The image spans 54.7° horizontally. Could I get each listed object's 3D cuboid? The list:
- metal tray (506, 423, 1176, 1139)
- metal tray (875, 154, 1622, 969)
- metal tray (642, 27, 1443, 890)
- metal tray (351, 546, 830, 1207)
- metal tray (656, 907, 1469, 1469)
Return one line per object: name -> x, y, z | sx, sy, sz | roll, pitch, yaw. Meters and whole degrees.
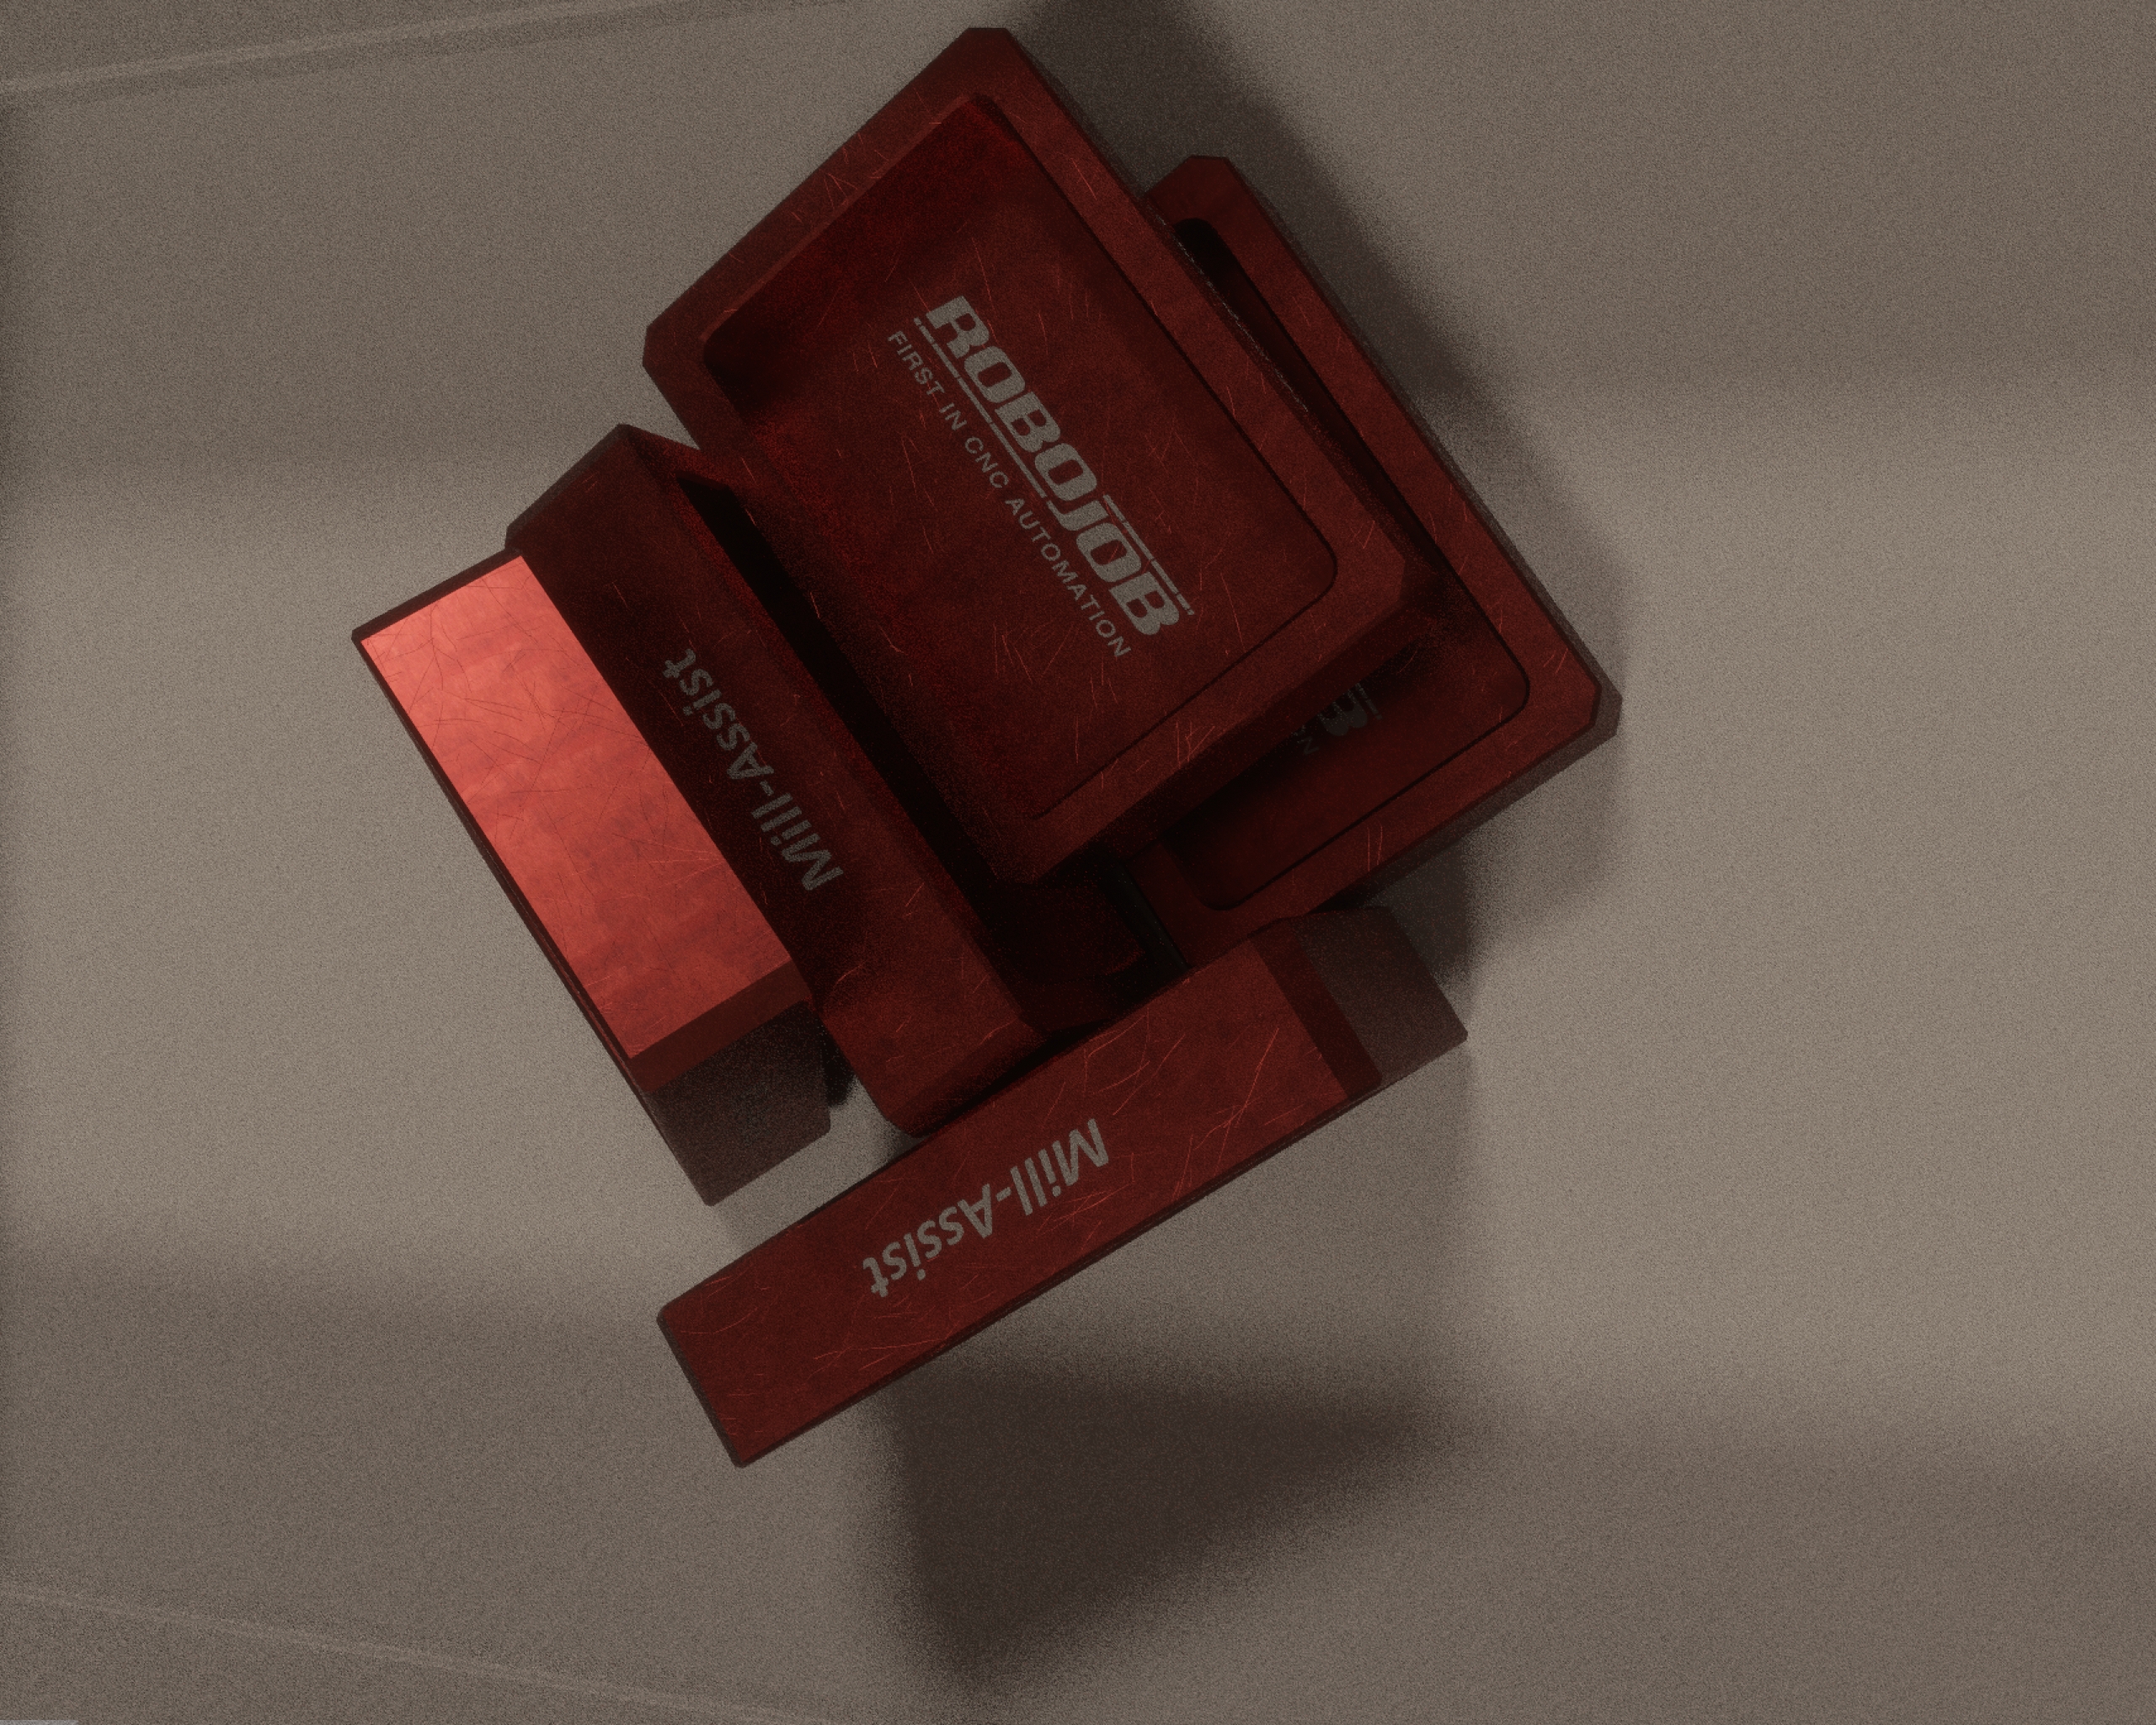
metal tray -> -0.039, -0.015, 0.386 | 0.030, 0.090, 0.130 | -39, 78, 16
metal tray -> 0.029, -0.055, 0.397 | 0.090, 0.030, 0.130 | -36, 78, 17
metal tray -> -0.008, -0.071, 0.376 | 0.090, 0.030, 0.130 | -38, 78, 16
metal tray -> -0.083, 0.010, 0.383 | 0.030, 0.130, 0.090 | -33, 78, -14
metal tray -> 0.001, 0.055, 0.373 | 0.130, 0.090, 0.030 | -34, 79, 16
